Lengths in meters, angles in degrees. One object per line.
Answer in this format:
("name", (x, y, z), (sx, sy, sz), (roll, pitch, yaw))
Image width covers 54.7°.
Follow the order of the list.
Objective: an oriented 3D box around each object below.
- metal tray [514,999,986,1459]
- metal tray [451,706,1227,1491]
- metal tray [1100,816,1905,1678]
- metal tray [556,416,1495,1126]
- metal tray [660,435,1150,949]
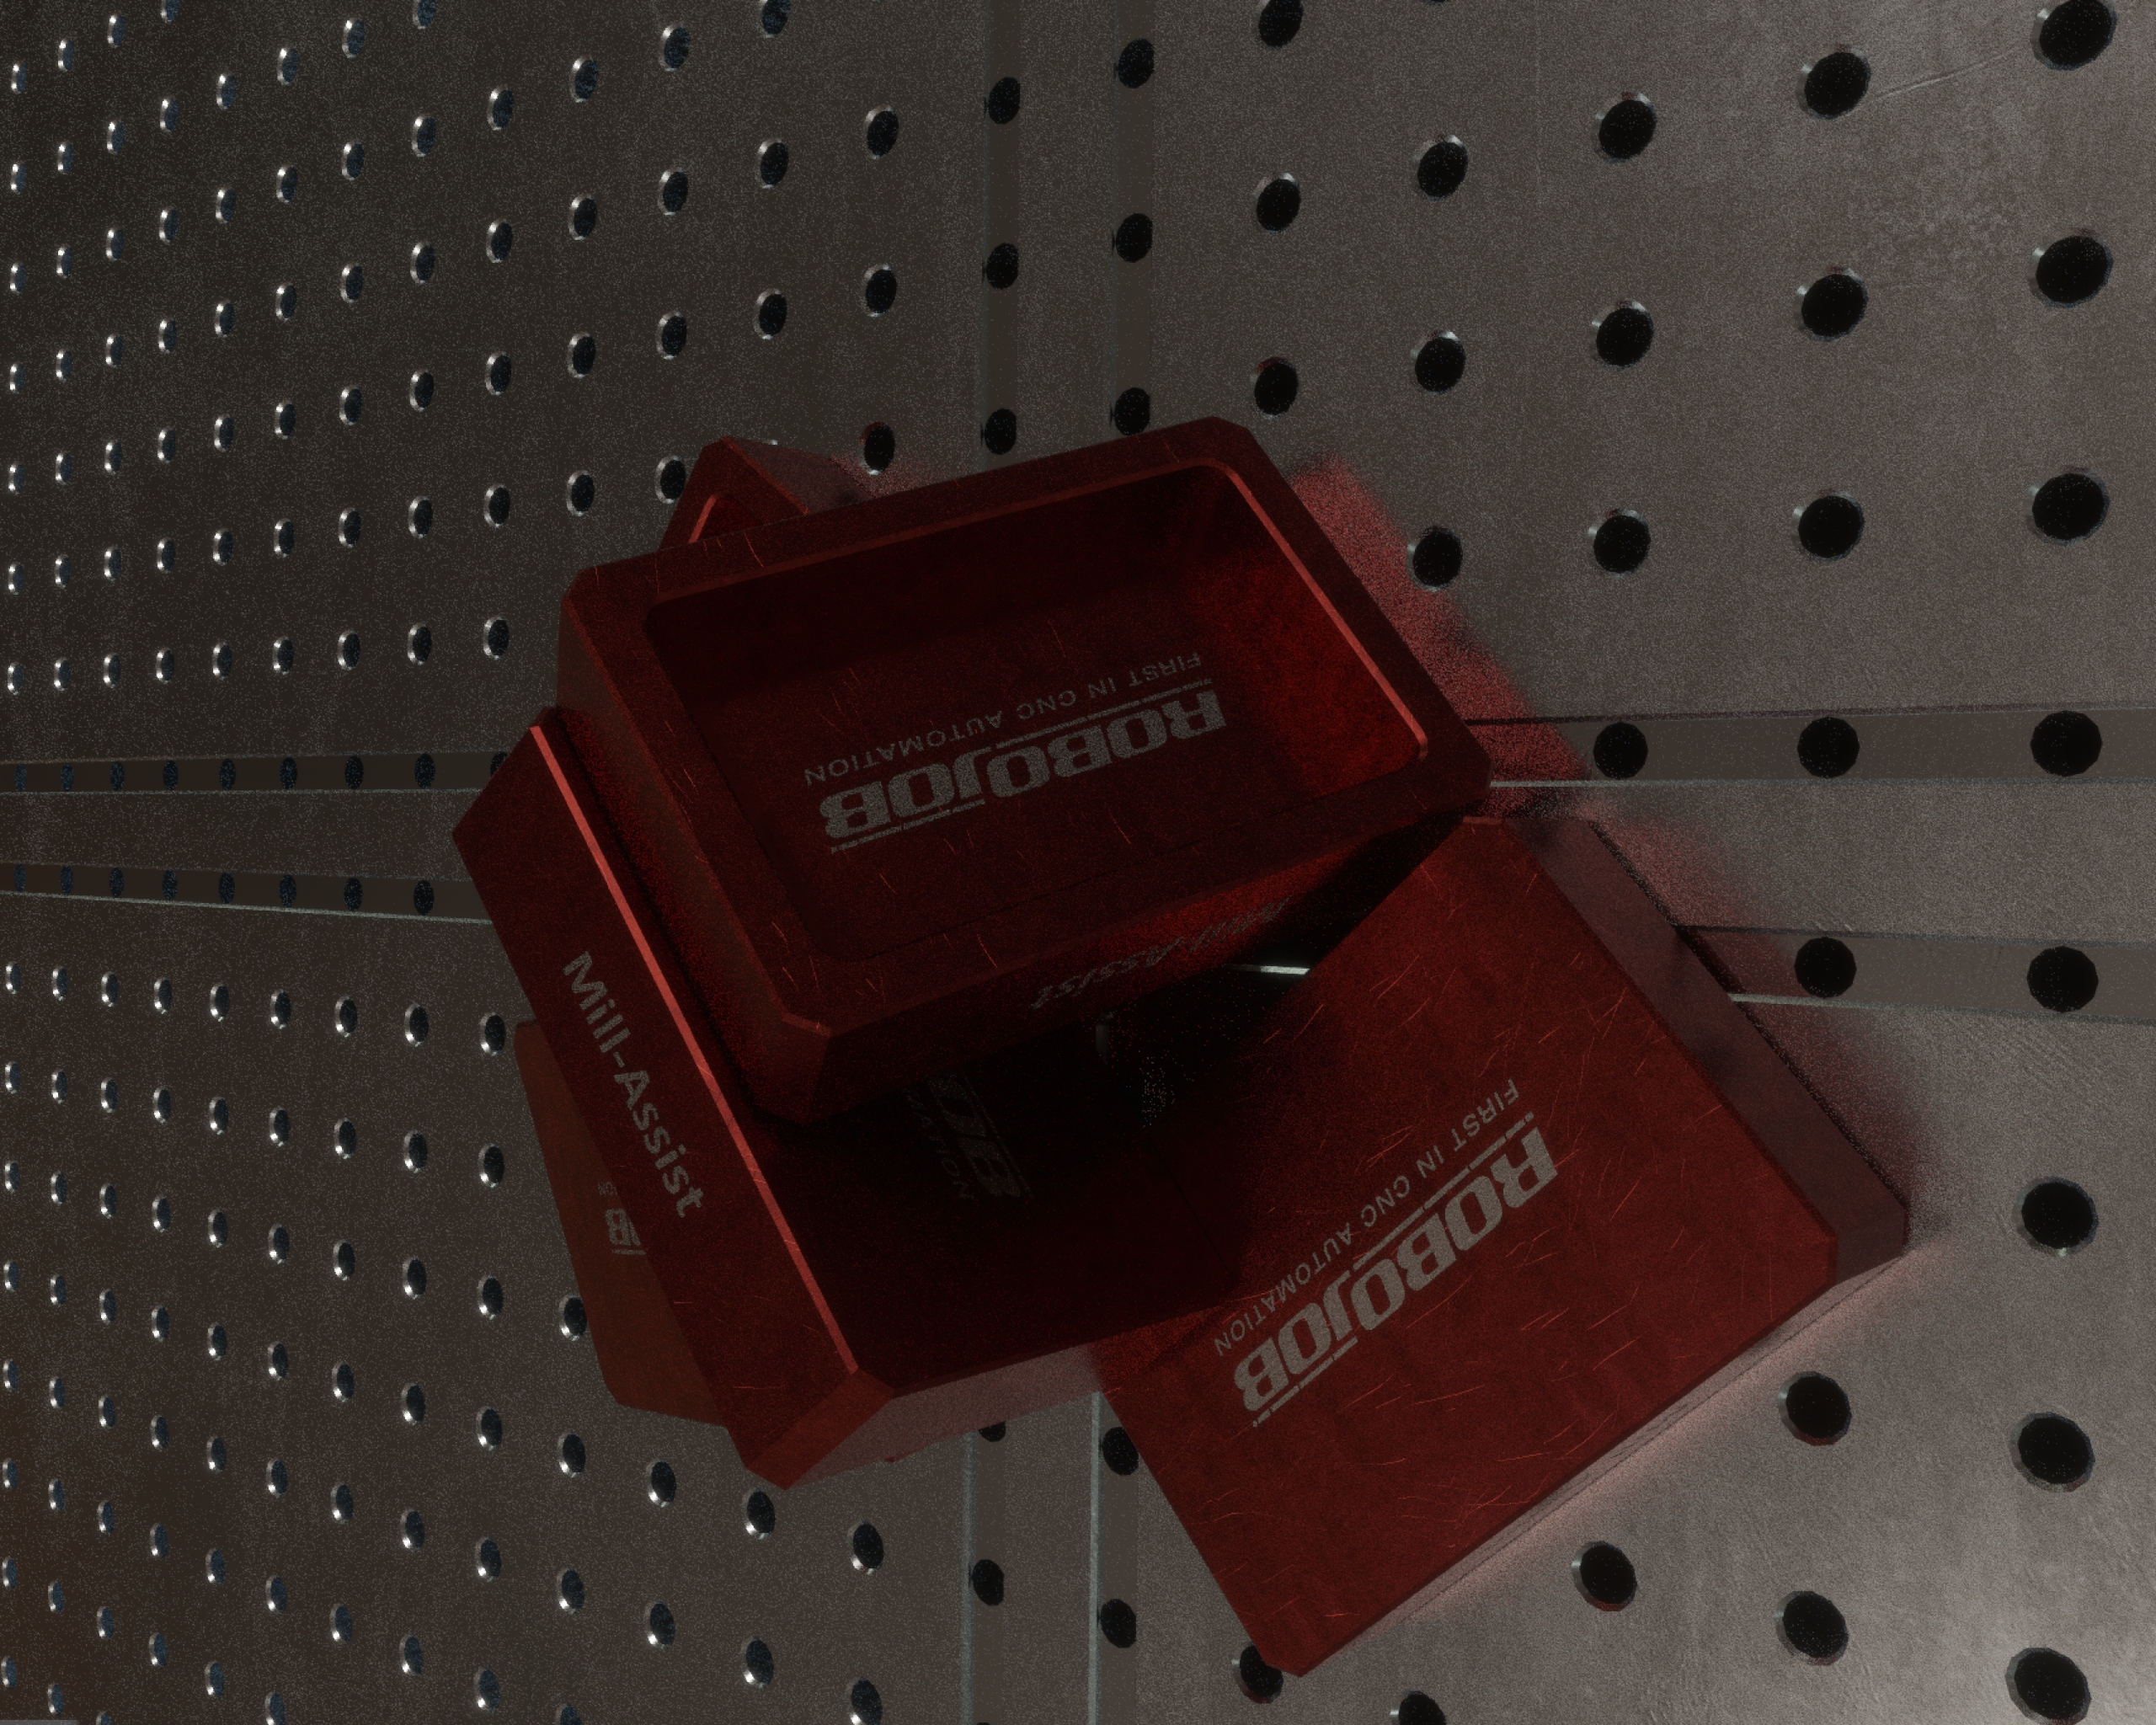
("metal tray", (-0.068, 0.069, 0.429), (0.130, 0.030, 0.089), (-12, 93, 54))
("metal tray", (-0.040, 0.033, 0.358), (0.030, 0.091, 0.130), (-46, 63, 30))
("metal tray", (0.059, 0.065, 0.355), (0.129, 0.030, 0.090), (-48, 62, 29))
("metal tray", (-0.008, -0.021, 0.346), (0.090, 0.131, 0.030), (59, 151, 23))
("metal tray", (-0.049, -0.020, 0.444), (0.130, 0.030, 0.089), (43, 116, 31))
